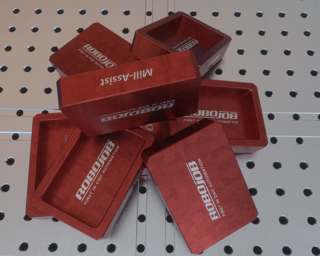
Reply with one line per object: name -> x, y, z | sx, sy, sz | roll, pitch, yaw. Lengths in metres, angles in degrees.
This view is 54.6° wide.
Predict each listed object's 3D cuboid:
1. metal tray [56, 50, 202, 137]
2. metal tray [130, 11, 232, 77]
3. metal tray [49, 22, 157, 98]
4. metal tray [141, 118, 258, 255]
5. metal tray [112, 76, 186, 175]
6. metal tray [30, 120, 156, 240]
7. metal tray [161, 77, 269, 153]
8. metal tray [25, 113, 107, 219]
metal tray -> -0.026, -0.031, 0.320 | 0.131, 0.090, 0.030 | -13, 71, 0
metal tray -> 0.033, -0.111, 0.414 | 0.090, 0.030, 0.131 | 32, 40, 11
metal tray -> -0.078, -0.084, 0.421 | 0.090, 0.030, 0.130 | -43, 60, -14
metal tray -> 0.047, 0.065, 0.350 | 0.090, 0.030, 0.130 | -28, 106, -9
metal tray -> -0.018, -0.005, 0.411 | 0.091, 0.030, 0.130 | -4, 68, -3
metal tray -> -0.072, 0.049, 0.358 | 0.090, 0.030, 0.130 | 25, 72, 9
metal tray -> 0.067, -0.015, 0.396 | 0.131, 0.030, 0.090 | 2, 69, -18
metal tray -> -0.114, 0.045, 0.393 | 0.091, 0.030, 0.130 | -4, 69, -2
